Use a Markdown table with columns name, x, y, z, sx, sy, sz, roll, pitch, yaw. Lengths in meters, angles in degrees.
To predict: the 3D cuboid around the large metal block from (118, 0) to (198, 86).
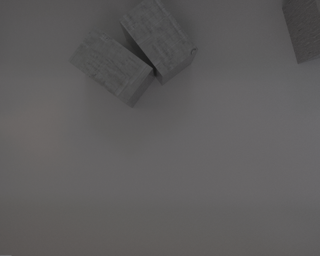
| name | x | y | z | sx | sy | sz | roll | pitch | yaw |
| --- | --- | --- | --- | --- | --- | --- | --- | --- | --- |
| large metal block | -0.002 | -0.104 | 0.384 | 0.050 | 0.080 | 0.080 | -38 | 90 | 0 |

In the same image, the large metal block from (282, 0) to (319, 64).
| name | x | y | z | sx | sy | sz | roll | pitch | yaw |
| --- | --- | --- | --- | --- | --- | --- | --- | --- | --- |
| large metal block | 0.203 | -0.132 | 0.385 | 0.050 | 0.080 | 0.080 | -16 | 90 | 0 |

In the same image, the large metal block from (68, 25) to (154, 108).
| name | x | y | z | sx | sy | sz | roll | pitch | yaw |
| --- | --- | --- | --- | --- | --- | --- | --- | --- | --- |
| large metal block | -0.055 | -0.071 | 0.383 | 0.080 | 0.080 | 0.050 | 37 | 90 | 0 |
